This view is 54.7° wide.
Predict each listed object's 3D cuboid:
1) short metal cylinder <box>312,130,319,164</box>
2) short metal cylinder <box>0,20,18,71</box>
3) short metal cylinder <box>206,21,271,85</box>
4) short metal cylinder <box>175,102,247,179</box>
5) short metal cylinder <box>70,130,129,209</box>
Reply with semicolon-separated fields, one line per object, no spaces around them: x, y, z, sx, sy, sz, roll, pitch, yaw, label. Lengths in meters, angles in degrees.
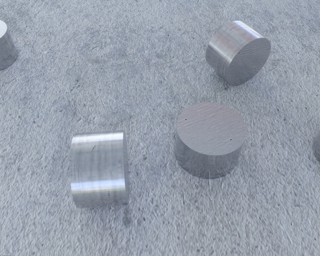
0.235;0.017;0.374;0.080;0.050;0.080;0;50;0;short metal cylinder
-0.278;-0.132;0.496;0.080;0.050;0.080;0;50;0;short metal cylinder
0.116;-0.111;0.461;0.081;0.080;0.050;-25;54;-19;short metal cylinder
0.059;0.015;0.375;0.080;0.050;0.080;0;50;0;short metal cylinder
-0.061;0.043;0.331;0.050;0.080;0.080;-4;50;-3;short metal cylinder
